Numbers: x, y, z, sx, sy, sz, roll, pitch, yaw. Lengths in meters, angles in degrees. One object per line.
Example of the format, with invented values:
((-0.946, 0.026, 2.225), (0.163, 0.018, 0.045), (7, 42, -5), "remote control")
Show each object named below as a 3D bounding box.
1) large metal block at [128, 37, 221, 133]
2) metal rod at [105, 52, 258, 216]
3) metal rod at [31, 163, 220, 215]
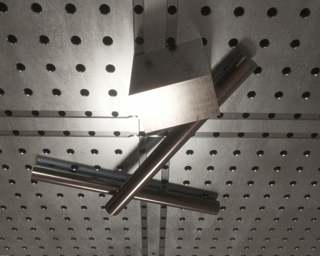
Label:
((0.015, -0.048, 0.335), (0.080, 0.080, 0.050), (-13, 129, 11), "large metal block")
((0.013, 0.024, 0.414), (0.025, 0.025, 0.299), (29, 119, -23), "metal rod")
((-0.046, 0.101, 0.496), (0.302, 0.025, 0.025), (14, 129, -12), "metal rod")
